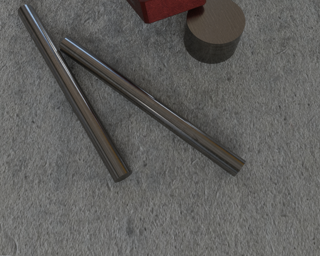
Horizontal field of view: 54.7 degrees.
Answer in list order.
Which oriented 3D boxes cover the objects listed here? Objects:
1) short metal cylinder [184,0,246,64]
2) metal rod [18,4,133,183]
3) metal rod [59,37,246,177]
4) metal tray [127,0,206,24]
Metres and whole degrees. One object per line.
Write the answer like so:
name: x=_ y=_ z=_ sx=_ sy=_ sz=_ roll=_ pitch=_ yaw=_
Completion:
short metal cylinder: x=0.077 y=-0.140 z=0.447 sx=0.081 sy=0.050 sz=0.080 roll=0 pitch=70 yaw=0
metal rod: x=-0.124 y=-0.058 z=0.428 sx=0.025 sy=0.025 sz=0.299 roll=-30 pitch=73 yaw=-11
metal rod: x=-0.018 y=-0.035 z=0.420 sx=0.300 sy=0.025 sz=0.025 roll=36 pitch=74 yaw=12
metal tray: x=-0.002 y=-0.202 z=0.450 sx=0.091 sy=0.030 sz=0.130 roll=-22 pitch=45 yaw=-7
